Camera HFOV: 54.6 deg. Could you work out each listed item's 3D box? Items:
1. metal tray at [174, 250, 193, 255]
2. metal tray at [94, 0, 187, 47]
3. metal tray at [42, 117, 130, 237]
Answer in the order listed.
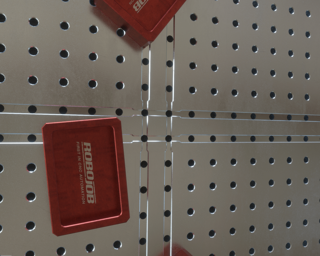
[{"bbox_3d":[0.010,0.241,0.413,0.131,0.030,0.090,-34,101,-17],"label":"metal tray"},{"bbox_3d":[-0.012,-0.184,0.404,0.090,0.030,0.130,40,77,-16],"label":"metal tray"},{"bbox_3d":[-0.089,0.055,0.376,0.091,0.030,0.129,-6,92,-20],"label":"metal tray"}]
